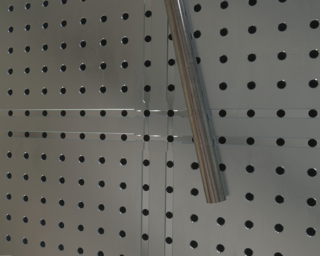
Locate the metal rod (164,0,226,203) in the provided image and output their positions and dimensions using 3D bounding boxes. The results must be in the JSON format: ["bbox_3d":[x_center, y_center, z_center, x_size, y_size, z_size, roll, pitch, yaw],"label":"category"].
[{"bbox_3d":[0.041,-0.055,0.398,0.025,0.025,0.299,-13,86,19],"label":"metal rod"}]
